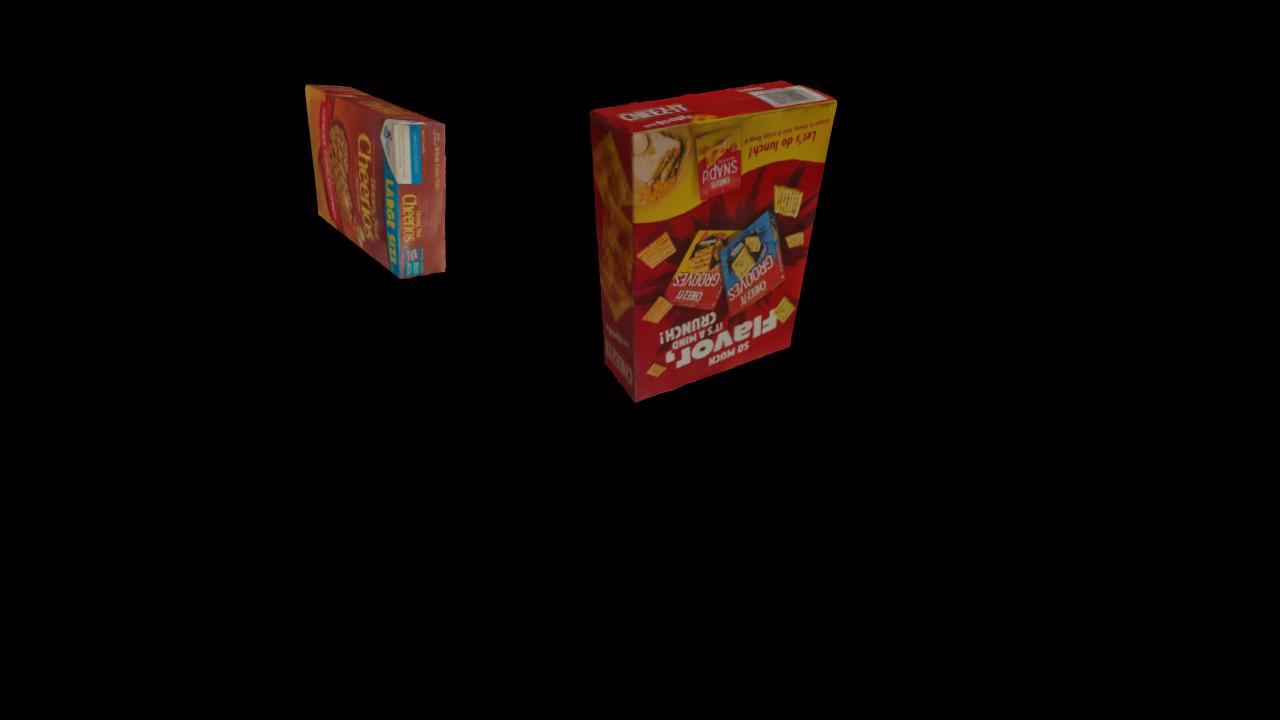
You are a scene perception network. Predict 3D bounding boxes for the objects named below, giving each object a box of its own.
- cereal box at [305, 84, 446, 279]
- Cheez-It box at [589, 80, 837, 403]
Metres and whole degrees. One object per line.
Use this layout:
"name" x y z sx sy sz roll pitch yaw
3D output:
"cereal box" -0.383 -0.265 0.884 0.081 0.203 0.306 -17 38 -40
"Cheez-It box" 0.053 -0.089 0.487 0.166 0.223 0.071 -18 41 -21
